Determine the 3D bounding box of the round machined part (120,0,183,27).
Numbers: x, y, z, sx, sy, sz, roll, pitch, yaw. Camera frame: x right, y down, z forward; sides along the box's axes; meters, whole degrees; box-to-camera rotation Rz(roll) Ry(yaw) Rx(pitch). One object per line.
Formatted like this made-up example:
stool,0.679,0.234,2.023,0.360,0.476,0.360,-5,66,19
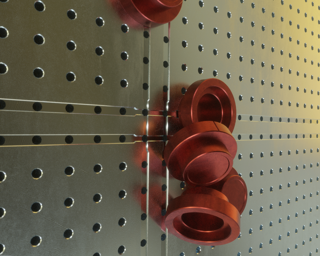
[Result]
round machined part,-0.005,-0.184,0.396,0.099,0.042,0.097,0,90,-40

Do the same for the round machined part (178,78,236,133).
round machined part,0.066,-0.022,0.456,0.099,0.042,0.097,0,90,-40

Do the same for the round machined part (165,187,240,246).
round machined part,0.058,0.117,0.420,0.098,0.098,0.042,49,36,-30

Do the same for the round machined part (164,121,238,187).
round machined part,0.058,0.041,0.413,0.099,0.042,0.097,-10,132,-10

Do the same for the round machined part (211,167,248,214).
round machined part,0.100,0.105,0.485,0.099,0.042,0.097,0,90,-40
